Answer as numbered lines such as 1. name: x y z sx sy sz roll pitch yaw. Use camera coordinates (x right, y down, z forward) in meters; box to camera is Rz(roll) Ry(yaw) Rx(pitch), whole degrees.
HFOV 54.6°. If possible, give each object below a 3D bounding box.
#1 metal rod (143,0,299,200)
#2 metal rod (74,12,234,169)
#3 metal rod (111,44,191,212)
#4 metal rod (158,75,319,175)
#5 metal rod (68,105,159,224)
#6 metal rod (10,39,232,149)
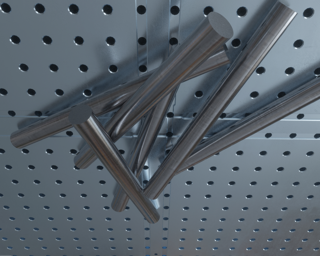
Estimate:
1. metal rod: 0.057 -0.013 0.384 0.025 0.025 0.298 22 122 -18
2. metal rod: -0.034 -0.015 0.344 0.025 0.025 0.299 27 142 -21
3. metal rod: -0.022 0.023 0.430 0.025 0.025 0.298 14 129 -12
4. metal rod: 0.121 -0.005 0.407 0.299 0.025 0.025 -32 123 24
5. metal rod: -0.046 0.071 0.427 0.025 0.025 0.299 -10 143 9
6. metal rod: -0.064 -0.030 0.365 0.300 0.025 0.025 -20 128 23
